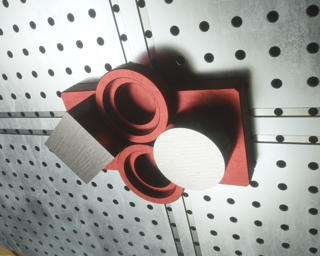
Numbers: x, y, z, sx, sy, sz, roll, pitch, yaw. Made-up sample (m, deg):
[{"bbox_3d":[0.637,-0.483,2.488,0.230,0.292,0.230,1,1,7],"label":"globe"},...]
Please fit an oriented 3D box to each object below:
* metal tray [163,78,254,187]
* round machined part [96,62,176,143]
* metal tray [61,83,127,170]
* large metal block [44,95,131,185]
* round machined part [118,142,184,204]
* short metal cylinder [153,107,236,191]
[{"bbox_3d":[0.061,0.007,0.378,0.090,0.030,0.129,1,119,28],"label":"metal tray"},{"bbox_3d":[-0.026,-0.034,0.381,0.098,0.042,0.097,13,124,21],"label":"round machined part"},{"bbox_3d":[-0.080,0.000,0.450,0.090,0.030,0.129,0,119,27],"label":"metal tray"},{"bbox_3d":[-0.096,0.017,0.417,0.080,0.050,0.080,45,129,-3],"label":"large metal block"},{"bbox_3d":[-0.005,0.052,0.423,0.098,0.042,0.097,13,124,21],"label":"round machined part"},{"bbox_3d":[0.040,0.023,0.348,0.080,0.050,0.079,13,124,21],"label":"short metal cylinder"}]
